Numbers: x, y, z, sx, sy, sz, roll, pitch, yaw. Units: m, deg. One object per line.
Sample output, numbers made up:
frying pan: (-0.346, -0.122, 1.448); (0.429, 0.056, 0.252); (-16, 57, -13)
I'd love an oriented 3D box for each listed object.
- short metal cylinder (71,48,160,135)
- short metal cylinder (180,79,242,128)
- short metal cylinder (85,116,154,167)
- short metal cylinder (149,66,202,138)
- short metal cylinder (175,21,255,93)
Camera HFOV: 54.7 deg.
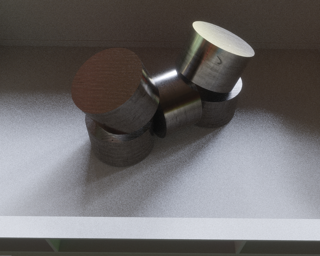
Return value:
short metal cylinder: (-0.047, -0.039, 0.335); (0.080, 0.050, 0.080); (-9, 62, 17)
short metal cylinder: (0.067, -0.047, 0.427); (0.081, 0.050, 0.080); (0, 50, 0)
short metal cylinder: (-0.048, 0.001, 0.385); (0.081, 0.050, 0.080); (0, 50, 0)
short metal cylinder: (0.010, -0.033, 0.395); (0.050, 0.080, 0.080); (-24, 54, -19)
short metal cylinder: (0.065, -0.087, 0.376); (0.081, 0.050, 0.080); (18, 35, -13)
